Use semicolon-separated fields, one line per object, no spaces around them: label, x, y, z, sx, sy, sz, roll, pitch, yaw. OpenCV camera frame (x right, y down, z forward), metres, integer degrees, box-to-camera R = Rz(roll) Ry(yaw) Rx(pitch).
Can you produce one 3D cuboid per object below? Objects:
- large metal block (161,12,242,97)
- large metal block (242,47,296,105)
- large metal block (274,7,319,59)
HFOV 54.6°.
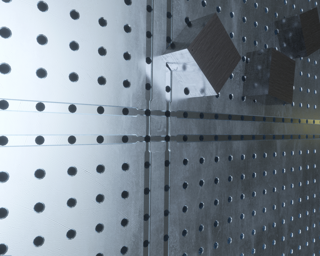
large metal block;0.061;-0.102;0.443;0.080;0.050;0.080;50;61;-28
large metal block;0.196;-0.089;0.555;0.081;0.050;0.080;11;83;-39
large metal block;0.283;-0.190;0.628;0.081;0.050;0.080;-30;109;-36
